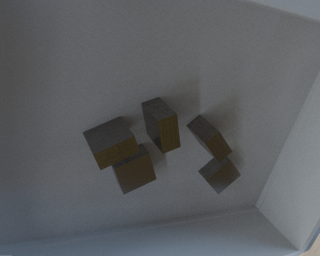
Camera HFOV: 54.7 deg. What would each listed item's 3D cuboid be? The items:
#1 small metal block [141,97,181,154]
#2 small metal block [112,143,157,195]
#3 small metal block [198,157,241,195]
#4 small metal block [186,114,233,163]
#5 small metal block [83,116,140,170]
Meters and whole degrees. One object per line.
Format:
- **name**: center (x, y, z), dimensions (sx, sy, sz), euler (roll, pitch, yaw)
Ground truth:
- **small metal block**: center (0.001, -0.004, 0.392), dimensions (0.025, 0.050, 0.050), euler (-21, 127, -17)
- **small metal block**: center (-0.037, 0.056, 0.425), dimensions (0.050, 0.025, 0.050), euler (-23, 127, -15)
- **small metal block**: center (0.099, 0.075, 0.511), dimensions (0.050, 0.025, 0.050), euler (-41, 130, -1)
- **small metal block**: center (0.070, 0.015, 0.442), dimensions (0.025, 0.050, 0.050), euler (-41, 130, -1)
- **small metal block**: center (-0.059, 0.017, 0.372), dimensions (0.050, 0.050, 0.025), euler (-25, 128, -13)
